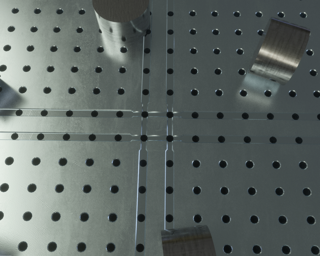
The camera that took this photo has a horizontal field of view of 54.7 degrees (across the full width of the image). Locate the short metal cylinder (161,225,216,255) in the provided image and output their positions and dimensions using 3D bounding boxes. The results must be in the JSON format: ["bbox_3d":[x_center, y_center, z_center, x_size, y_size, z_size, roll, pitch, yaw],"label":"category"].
[{"bbox_3d":[0.030,0.147,0.329,0.050,0.080,0.080,-6,70,-2],"label":"short metal cylinder"}]

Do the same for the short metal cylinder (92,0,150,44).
[{"bbox_3d":[-0.055,-0.174,0.461,0.081,0.050,0.080,0,70,0],"label":"short metal cylinder"}]

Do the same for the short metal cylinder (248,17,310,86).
[{"bbox_3d":[0.160,-0.104,0.422,0.050,0.080,0.080,21,72,7],"label":"short metal cylinder"}]
